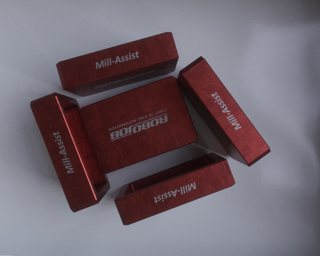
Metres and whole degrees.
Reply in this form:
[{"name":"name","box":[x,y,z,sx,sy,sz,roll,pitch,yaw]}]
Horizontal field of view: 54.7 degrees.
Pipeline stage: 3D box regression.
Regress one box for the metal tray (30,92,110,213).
[{"name":"metal tray","box":[-0.104,0.026,0.375,0.030,0.090,0.129,-21,90,0]}]

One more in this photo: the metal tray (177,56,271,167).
[{"name":"metal tray","box":[0.072,-0.019,0.378,0.030,0.090,0.130,-36,90,1]}]

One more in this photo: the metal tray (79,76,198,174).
[{"name":"metal tray","box":[-0.027,-0.004,0.406,0.131,0.030,0.090,-20,90,-1]}]

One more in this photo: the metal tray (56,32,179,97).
[{"name":"metal tray","box":[-0.046,-0.073,0.376,0.131,0.090,0.030,-16,90,-1]}]

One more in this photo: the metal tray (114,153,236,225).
[{"name":"metal tray","box":[0.016,0.069,0.377,0.131,0.090,0.030,-20,90,-1]}]
